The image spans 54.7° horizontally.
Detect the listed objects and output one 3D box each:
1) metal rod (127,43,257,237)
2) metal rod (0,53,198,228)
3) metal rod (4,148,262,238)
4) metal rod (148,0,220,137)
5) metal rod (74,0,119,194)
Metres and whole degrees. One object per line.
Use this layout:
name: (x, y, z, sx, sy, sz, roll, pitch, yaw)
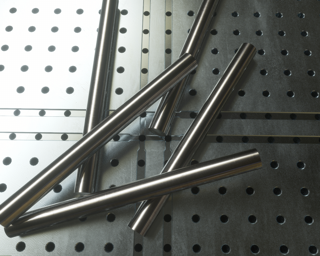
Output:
metal rod: (0.051, 0.003, 0.411, 0.025, 0.025, 0.300, 31, 72, 10)
metal rod: (-0.068, 0.005, 0.381, 0.301, 0.025, 0.025, -41, 76, -14)
metal rod: (-0.033, 0.076, 0.361, 0.302, 0.025, 0.025, -16, 71, 2)
metal rod: (0.050, -0.126, 0.458, 0.025, 0.025, 0.300, 20, 71, 7)
metal rod: (-0.085, -0.059, 0.432, 0.025, 0.025, 0.299, 3, 70, 1)
